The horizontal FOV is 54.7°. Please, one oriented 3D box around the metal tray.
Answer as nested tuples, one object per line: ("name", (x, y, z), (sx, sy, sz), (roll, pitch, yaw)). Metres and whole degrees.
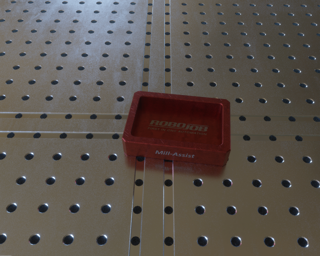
("metal tray", (0.024, -0.002, 0.406), (0.131, 0.030, 0.090), (6, 50, 4))
